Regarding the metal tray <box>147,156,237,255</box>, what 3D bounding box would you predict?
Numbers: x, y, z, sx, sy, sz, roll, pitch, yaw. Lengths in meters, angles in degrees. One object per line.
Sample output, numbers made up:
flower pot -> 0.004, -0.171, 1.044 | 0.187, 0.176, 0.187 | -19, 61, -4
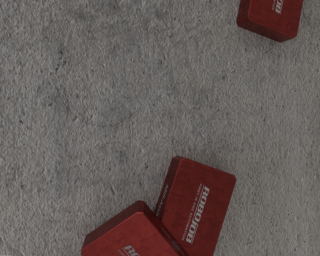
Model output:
metal tray -> 0.042, 0.113, 0.422 | 0.091, 0.030, 0.129 | 21, 83, -19

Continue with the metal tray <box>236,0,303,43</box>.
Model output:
metal tray -> 0.173, -0.207, 0.470 | 0.091, 0.030, 0.129 | 13, 86, -20

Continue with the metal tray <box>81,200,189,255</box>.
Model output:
metal tray -> -0.020, 0.165, 0.382 | 0.090, 0.030, 0.130 | -36, 103, 6
